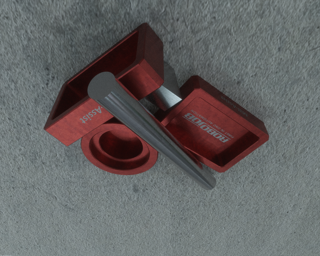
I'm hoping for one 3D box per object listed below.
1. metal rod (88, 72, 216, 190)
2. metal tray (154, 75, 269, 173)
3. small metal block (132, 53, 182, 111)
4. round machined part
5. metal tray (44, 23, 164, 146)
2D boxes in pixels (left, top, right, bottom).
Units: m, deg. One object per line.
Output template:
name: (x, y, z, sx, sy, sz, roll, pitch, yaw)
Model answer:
metal rod: (0.016, 0.026, 0.361, 0.025, 0.025, 0.300, -21, 149, 16)
metal tray: (0.065, 0.000, 0.407, 0.131, 0.030, 0.090, 31, 124, -24)
small metal block: (-0.006, -0.054, 0.340, 0.025, 0.050, 0.050, -34, 137, 28)
round machined part: (-0.049, 0.015, 0.405, 0.099, 0.042, 0.097, 4, 134, 4)
metal tray: (-0.057, -0.046, 0.325, 0.130, 0.090, 0.030, -30, 124, 22)
